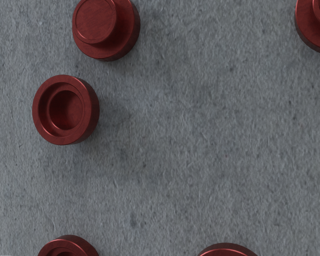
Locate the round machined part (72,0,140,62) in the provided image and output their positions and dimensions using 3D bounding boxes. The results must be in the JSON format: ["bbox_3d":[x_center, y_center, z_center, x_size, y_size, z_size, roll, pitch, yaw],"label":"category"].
[{"bbox_3d":[-0.080,-0.144,0.427,0.098,0.042,0.097,0,90,19],"label":"round machined part"}]

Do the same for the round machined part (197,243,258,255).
[{"bbox_3d":[0.084,0.186,0.370,0.098,0.042,0.097,0,90,19],"label":"round machined part"}]

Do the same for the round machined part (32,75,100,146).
[{"bbox_3d":[-0.129,-0.025,0.444,0.098,0.042,0.097,0,90,19],"label":"round machined part"}]

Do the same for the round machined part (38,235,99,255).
[{"bbox_3d":[-0.124,0.201,0.442,0.098,0.042,0.097,0,90,19],"label":"round machined part"}]

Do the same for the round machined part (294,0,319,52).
[{"bbox_3d":[0.198,-0.130,0.330,0.098,0.042,0.097,0,90,19],"label":"round machined part"}]
